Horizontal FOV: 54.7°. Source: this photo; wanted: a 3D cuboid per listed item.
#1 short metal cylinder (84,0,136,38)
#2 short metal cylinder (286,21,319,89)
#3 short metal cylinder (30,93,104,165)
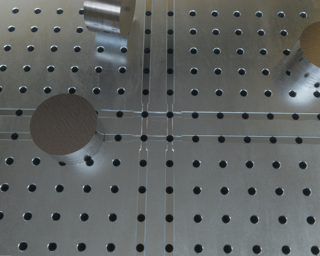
[{"bbox_3d":[-0.070,-0.175,0.446,0.050,0.080,0.080,14,71,5],"label":"short metal cylinder"},{"bbox_3d":[0.228,-0.102,0.437,0.081,0.050,0.080,0,70,0],"label":"short metal cylinder"},{"bbox_3d":[-0.116,0.003,0.397,0.081,0.050,0.080,0,70,0],"label":"short metal cylinder"}]
